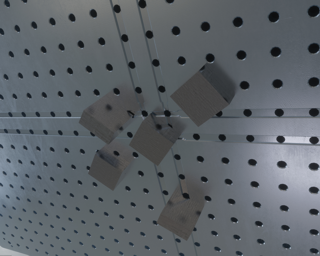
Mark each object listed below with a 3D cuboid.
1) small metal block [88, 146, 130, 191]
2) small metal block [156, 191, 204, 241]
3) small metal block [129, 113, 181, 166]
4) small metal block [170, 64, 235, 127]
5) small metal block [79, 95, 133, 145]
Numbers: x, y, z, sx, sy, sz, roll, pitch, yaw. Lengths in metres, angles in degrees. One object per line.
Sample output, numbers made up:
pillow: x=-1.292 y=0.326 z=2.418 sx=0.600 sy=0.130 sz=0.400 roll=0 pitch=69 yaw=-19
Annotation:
small metal block: x=-0.082 y=0.065 z=0.495 sx=0.050 sy=0.025 sz=0.050 roll=33 pitch=129 yaw=6
small metal block: x=0.030 y=0.129 z=0.459 sx=0.050 sy=0.050 sz=0.025 roll=28 pitch=128 yaw=11
small metal block: x=-0.008 y=0.016 z=0.426 sx=0.050 sy=0.025 sz=0.050 roll=36 pitch=129 yaw=4
small metal block: x=0.049 y=-0.037 z=0.363 sx=0.050 sy=0.025 sz=0.050 roll=47 pitch=129 yaw=-5
small metal block: x=-0.074 y=-0.012 z=0.427 sx=0.050 sy=0.050 sz=0.025 roll=36 pitch=129 yaw=4
